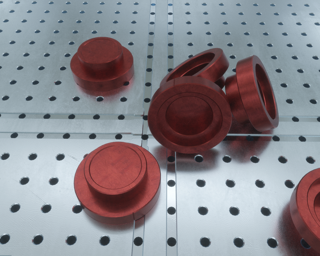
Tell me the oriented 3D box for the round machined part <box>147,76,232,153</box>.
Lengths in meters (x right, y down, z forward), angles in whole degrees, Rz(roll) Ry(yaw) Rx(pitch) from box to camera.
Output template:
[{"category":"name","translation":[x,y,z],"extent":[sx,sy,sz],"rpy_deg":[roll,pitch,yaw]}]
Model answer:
[{"category":"round machined part","translation":[0.036,-0.020,0.380],"extent":[0.098,0.097,0.042],"rpy_deg":[3,34,2]}]

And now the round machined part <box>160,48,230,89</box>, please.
[{"category":"round machined part","translation":[0.052,-0.066,0.432],"extent":[0.098,0.042,0.098],"rpy_deg":[-29,22,13]}]

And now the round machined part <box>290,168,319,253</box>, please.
[{"category":"round machined part","translation":[0.185,0.092,0.320],"extent":[0.099,0.042,0.098],"rpy_deg":[0,50,0]}]

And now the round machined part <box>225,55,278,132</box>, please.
[{"category":"round machined part","translation":[0.119,-0.042,0.407],"extent":[0.042,0.098,0.098],"rpy_deg":[-17,43,31]}]

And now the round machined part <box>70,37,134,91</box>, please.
[{"category":"round machined part","translation":[-0.091,-0.106,0.486],"extent":[0.099,0.042,0.098],"rpy_deg":[0,50,0]}]

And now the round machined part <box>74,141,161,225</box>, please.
[{"category":"round machined part","translation":[-0.048,0.054,0.351],"extent":[0.099,0.042,0.098],"rpy_deg":[0,50,0]}]
